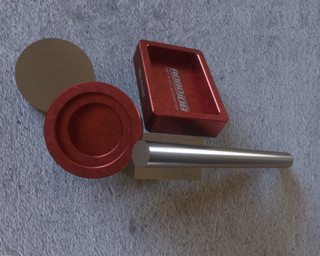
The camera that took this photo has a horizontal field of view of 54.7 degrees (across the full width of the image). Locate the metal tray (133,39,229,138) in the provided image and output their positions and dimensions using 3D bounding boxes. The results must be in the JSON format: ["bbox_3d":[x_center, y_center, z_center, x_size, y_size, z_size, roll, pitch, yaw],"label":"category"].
[{"bbox_3d":[0.021,-0.050,0.376,0.091,0.030,0.130,5,49,-20],"label":"metal tray"}]

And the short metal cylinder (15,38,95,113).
[{"bbox_3d":[-0.119,-0.056,0.353,0.081,0.050,0.079,0,90,-21],"label":"short metal cylinder"}]

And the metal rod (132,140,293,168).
[{"bbox_3d":[0.090,0.037,0.382,0.302,0.025,0.025,7,88,-44],"label":"metal rod"}]

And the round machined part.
[{"bbox_3d":[-0.067,0.002,0.330,0.099,0.042,0.097,0,89,0],"label":"round machined part"}]

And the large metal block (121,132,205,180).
[{"bbox_3d":[-0.002,0.032,0.381,0.081,0.080,0.050,5,89,-20],"label":"large metal block"}]
